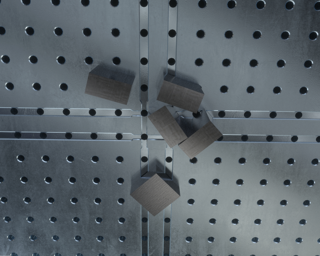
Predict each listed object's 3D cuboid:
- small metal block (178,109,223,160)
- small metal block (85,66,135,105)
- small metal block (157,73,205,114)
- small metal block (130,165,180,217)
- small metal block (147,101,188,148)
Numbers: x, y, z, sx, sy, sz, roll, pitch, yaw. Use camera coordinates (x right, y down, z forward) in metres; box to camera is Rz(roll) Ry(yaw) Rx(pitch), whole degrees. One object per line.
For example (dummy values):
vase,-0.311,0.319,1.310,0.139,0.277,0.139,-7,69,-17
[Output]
small metal block,0.050,0.007,0.403,0.050,0.050,0.025,-39,106,13
small metal block,-0.060,-0.053,0.380,0.050,0.050,0.025,15,109,-6
small metal block,0.024,-0.045,0.384,0.050,0.050,0.025,18,109,-7
small metal block,-0.007,0.091,0.447,0.050,0.025,0.050,-41,105,13
small metal block,0.010,-0.009,0.397,0.025,0.050,0.050,-32,107,11
